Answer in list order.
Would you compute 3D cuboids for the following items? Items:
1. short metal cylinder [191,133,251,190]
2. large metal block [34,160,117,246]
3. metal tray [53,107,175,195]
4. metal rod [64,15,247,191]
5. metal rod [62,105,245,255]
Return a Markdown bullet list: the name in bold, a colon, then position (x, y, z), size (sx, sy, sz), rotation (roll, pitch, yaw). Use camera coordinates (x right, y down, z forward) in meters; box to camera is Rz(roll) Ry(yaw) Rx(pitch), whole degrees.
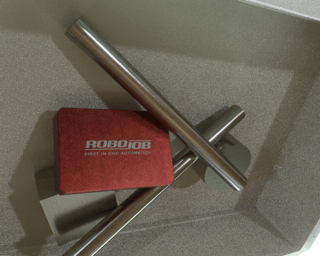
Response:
- **short metal cylinder**: position (0.089, 0.047, 0.469), size (0.081, 0.050, 0.079), rotation (-14, 125, -21)
- **large metal block**: position (-0.101, 0.088, 0.387), size (0.081, 0.050, 0.079), rotation (-18, 126, -19)
- **metal tray**: position (-0.051, 0.026, 0.357), size (0.131, 0.030, 0.090), rotation (1, 74, -28)
- **metal rod**: position (0.014, -0.011, 0.371), size (0.025, 0.025, 0.300), rotation (-46, 117, 4)
- **metal rod**: position (0.005, 0.066, 0.404), size (0.301, 0.025, 0.025), rotation (-39, 131, -20)
